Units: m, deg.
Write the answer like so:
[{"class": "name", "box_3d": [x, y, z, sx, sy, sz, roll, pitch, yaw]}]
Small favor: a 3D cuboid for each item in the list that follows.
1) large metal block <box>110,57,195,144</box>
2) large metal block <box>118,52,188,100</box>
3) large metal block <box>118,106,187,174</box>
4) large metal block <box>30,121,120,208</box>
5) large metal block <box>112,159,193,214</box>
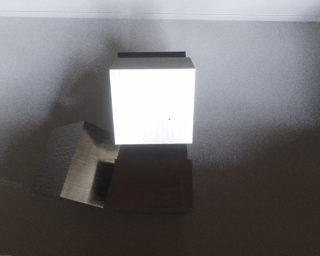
[{"class": "large metal block", "box_3d": [-0.007, -0.030, 0.330, 0.081, 0.079, 0.050, -1, 25, -1]}, {"class": "large metal block", "box_3d": [-0.009, -0.054, 0.397, 0.081, 0.080, 0.050, -1, 70, -1]}, {"class": "large metal block", "box_3d": [-0.009, 0.013, 0.392, 0.081, 0.050, 0.080, -1, 70, -1]}, {"class": "large metal block", "box_3d": [-0.096, 0.042, 0.353, 0.050, 0.080, 0.080, 28, 66, -36]}, {"class": "large metal block", "box_3d": [-0.007, 0.069, 0.352, 0.081, 0.080, 0.050, 0, 70, 0]}]
